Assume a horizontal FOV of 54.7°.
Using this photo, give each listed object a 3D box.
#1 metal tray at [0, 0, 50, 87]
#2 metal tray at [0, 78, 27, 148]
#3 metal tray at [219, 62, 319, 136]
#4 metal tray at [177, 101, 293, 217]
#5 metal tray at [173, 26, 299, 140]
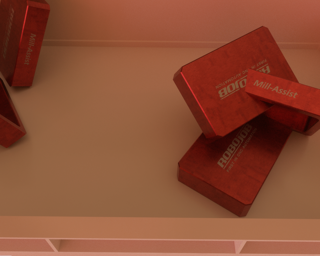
[{"bbox_3d":[-0.206,-0.136,0.450,0.030,0.129,0.090,-6,43,-45],"label":"metal tray"},{"bbox_3d":[-0.229,-0.043,0.392,0.030,0.090,0.130,-38,57,-2],"label":"metal tray"},{"bbox_3d":[0.139,-0.034,0.391,0.130,0.090,0.030,21,82,16],"label":"metal tray"},{"bbox_3d":[0.092,0.031,0.377,0.090,0.030,0.131,28,55,21],"label":"metal tray"},{"bbox_3d":[0.093,-0.055,0.370,0.131,0.030,0.090,-30,90,-17],"label":"metal tray"}]
